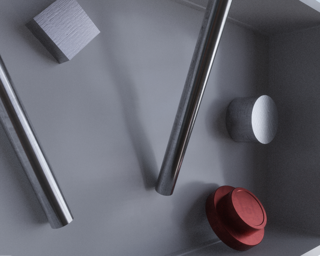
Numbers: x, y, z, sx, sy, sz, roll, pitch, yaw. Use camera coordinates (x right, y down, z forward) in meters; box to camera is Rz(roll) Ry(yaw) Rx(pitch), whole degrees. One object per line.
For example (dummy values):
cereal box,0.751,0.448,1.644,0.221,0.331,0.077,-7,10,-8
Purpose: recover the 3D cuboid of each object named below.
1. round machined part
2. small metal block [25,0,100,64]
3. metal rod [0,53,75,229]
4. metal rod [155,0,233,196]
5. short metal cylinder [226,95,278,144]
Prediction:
round machined part,0.120,0.129,0.467,0.099,0.042,0.098,24,39,-21
small metal block,-0.100,-0.104,0.324,0.050,0.025,0.050,52,60,-28
metal rod,-0.147,-0.039,0.283,0.025,0.025,0.298,-30,109,-36
metal rod,0.042,-0.051,0.366,0.025,0.025,0.298,-3,116,-40
short metal cylinder,0.157,-0.014,0.525,0.081,0.050,0.079,0,90,-40
